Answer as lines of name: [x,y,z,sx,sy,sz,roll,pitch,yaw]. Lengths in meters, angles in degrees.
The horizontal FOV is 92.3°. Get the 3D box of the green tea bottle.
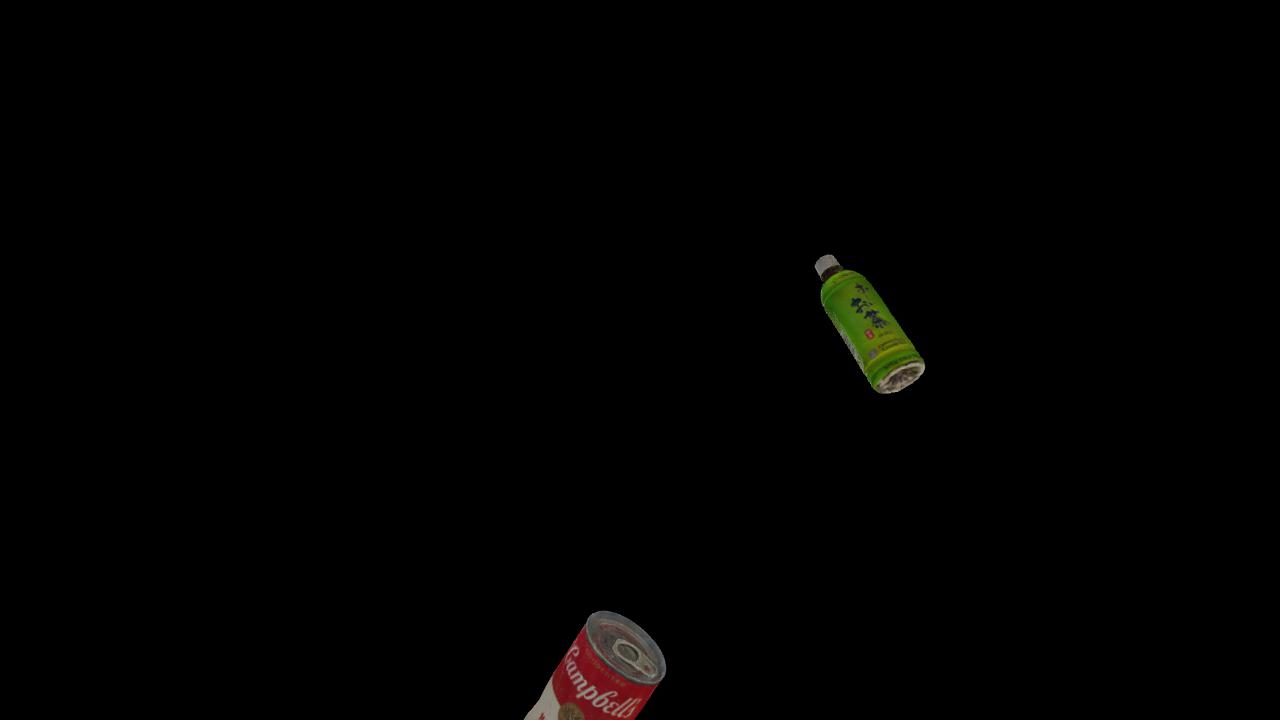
green tea bottle: [0.292,-0.057,0.819,0.073,0.212,0.073,-16,-34,-11]

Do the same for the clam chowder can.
clam chowder can: [-0.036,0.247,0.448,0.068,0.102,0.068,31,8,-5]
